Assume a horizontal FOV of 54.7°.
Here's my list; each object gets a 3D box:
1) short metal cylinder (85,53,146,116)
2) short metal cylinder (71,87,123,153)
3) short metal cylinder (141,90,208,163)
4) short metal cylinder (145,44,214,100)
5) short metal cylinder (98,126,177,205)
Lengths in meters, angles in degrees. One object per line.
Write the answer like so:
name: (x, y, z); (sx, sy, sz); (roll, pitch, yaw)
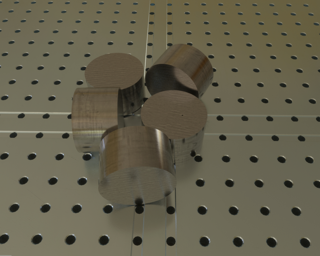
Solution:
short metal cylinder: (-0.062, -0.063, 0.443); (0.080, 0.050, 0.080); (0, 50, 1)
short metal cylinder: (-0.073, -0.010, 0.381); (0.050, 0.080, 0.080); (-1, 50, -2)
short metal cylinder: (0.017, -0.002, 0.393); (0.081, 0.050, 0.080); (1, 50, 0)
short metal cylinder: (0.027, -0.068, 0.429); (0.080, 0.080, 0.050); (23, 53, 18)
short metal cylinder: (-0.025, 0.042, 0.335); (0.081, 0.080, 0.050); (-5, 51, -4)
